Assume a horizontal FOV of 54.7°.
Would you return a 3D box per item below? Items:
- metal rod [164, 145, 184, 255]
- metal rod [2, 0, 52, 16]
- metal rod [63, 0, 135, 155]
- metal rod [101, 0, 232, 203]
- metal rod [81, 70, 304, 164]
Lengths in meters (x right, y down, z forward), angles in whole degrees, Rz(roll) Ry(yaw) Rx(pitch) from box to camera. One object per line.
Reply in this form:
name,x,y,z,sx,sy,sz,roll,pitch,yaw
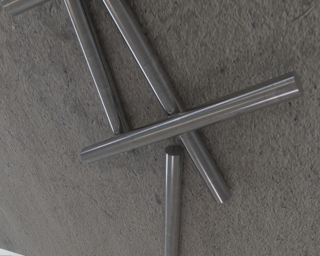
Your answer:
metal rod,0.019,0.157,0.493,0.025,0.025,0.298,14,124,21
metal rod,-0.042,-0.169,0.302,0.300,0.025,0.025,-10,114,25
metal rod,-0.086,-0.099,0.390,0.025,0.025,0.298,-3,117,29
metal rod,0.013,-0.032,0.380,0.025,0.025,0.299,-19,109,35
metal rod,0.010,0.000,0.367,0.300,0.025,0.025,-19,108,35
